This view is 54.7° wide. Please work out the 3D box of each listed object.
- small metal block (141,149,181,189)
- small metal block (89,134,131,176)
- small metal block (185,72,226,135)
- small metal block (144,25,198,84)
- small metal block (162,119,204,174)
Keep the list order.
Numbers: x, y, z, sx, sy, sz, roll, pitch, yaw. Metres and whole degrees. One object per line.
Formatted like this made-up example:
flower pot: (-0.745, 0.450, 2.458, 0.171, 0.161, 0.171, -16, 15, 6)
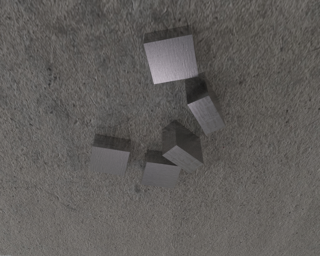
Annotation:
small metal block: (0.001, 0.062, 0.460, 0.050, 0.025, 0.050, 8, 130, -8)
small metal block: (-0.071, 0.039, 0.439, 0.050, 0.025, 0.050, 10, 130, -9)
small metal block: (0.053, -0.030, 0.366, 0.025, 0.050, 0.050, -23, 127, 18)
small metal block: (0.013, -0.080, 0.339, 0.050, 0.025, 0.050, -9, 130, 7)
small metal block: (0.030, 0.024, 0.412, 0.050, 0.050, 0.025, 36, 122, -27)
